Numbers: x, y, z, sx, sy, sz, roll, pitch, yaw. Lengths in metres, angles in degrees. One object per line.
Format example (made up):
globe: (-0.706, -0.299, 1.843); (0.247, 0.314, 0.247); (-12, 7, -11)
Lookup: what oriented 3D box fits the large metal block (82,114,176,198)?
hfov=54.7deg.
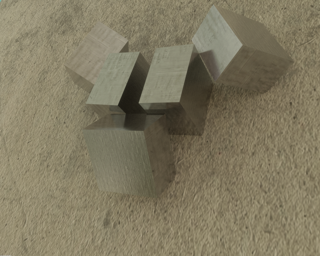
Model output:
large metal block: (-0.034, 0.029, 0.360); (0.080, 0.079, 0.050); (1, 23, 28)

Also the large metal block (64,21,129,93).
large metal block: (-0.091, -0.097, 0.464); (0.050, 0.080, 0.080); (34, 78, 1)

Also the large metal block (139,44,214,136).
large metal block: (0.024, -0.044, 0.383); (0.050, 0.080, 0.080); (1, 62, 28)

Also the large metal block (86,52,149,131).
large metal block: (-0.042, -0.044, 0.418); (0.050, 0.080, 0.080); (5, 64, 30)

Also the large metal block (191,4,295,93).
large metal block: (0.096, -0.092, 0.368); (0.050, 0.081, 0.080); (-56, 40, 38)
